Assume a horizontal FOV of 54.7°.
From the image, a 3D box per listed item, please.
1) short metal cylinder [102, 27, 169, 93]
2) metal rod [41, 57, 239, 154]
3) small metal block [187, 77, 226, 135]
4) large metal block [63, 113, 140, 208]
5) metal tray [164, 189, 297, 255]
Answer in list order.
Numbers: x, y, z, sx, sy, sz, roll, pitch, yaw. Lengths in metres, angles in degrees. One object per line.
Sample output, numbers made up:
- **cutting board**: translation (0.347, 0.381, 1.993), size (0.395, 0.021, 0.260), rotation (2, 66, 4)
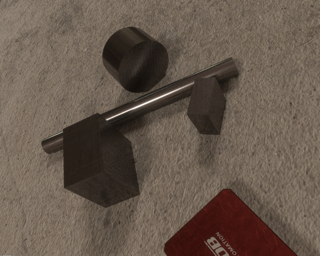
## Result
- **short metal cylinder**: translation (-0.035, -0.098, 0.445), size (0.080, 0.080, 0.050), rotation (-43, 51, -1)
- **metal rod**: translation (-0.038, -0.026, 0.437), size (0.301, 0.025, 0.025), rotation (-22, 54, 14)
- **small metal block**: translation (0.057, -0.025, 0.372), size (0.025, 0.050, 0.050), rotation (1, 62, 29)
- **large metal block**: translation (-0.071, 0.042, 0.379), size (0.050, 0.080, 0.080), rotation (-24, 53, 13)
- **metal tray**: translation (0.075, 0.131, 0.280), size (0.090, 0.030, 0.130), rotation (-43, 51, -2)
